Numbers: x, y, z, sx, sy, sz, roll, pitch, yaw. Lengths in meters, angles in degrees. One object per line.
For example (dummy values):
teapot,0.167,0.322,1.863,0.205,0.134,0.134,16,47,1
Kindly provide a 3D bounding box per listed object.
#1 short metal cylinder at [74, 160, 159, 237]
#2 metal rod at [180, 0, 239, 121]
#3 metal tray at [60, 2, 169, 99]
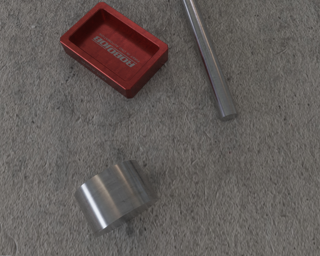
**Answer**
short metal cylinder,-0.048,0.079,0.350,0.080,0.080,0.050,-30,73,-10
metal rod,0.057,-0.150,0.463,0.025,0.025,0.299,-13,71,-5
metal tray,-0.064,-0.114,0.446,0.130,0.030,0.090,37,74,12
